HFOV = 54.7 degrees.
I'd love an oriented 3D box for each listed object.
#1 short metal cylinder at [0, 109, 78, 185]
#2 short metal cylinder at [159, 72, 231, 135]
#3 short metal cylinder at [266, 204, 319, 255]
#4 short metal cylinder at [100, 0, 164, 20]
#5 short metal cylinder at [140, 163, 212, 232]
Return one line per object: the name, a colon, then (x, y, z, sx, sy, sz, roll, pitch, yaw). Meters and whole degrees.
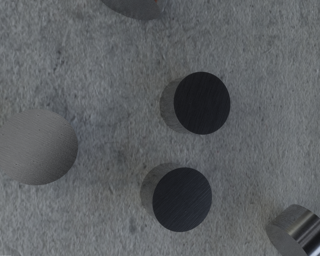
short metal cylinder: (-0.136, 0.020, 0.346, 0.081, 0.050, 0.079, 0, 90, -20)
short metal cylinder: (0.046, -0.031, 0.414, 0.081, 0.050, 0.079, 0, 90, -21)
short metal cylinder: (0.206, 0.161, 0.458, 0.050, 0.080, 0.080, -33, 101, -17)
short metal cylinder: (-0.031, -0.172, 0.369, 0.081, 0.080, 0.050, 20, 84, -19)
short metal cylinder: (0.020, 0.088, 0.404, 0.081, 0.050, 0.079, 0, 90, -21)
